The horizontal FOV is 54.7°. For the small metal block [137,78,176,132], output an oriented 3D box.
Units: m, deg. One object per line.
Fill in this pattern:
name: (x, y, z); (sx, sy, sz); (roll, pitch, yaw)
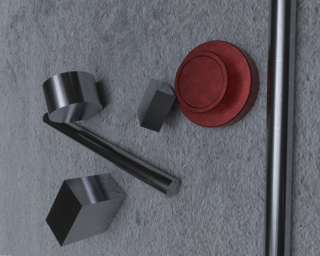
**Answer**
small metal block: (-0.006, -0.030, 0.392); (0.050, 0.025, 0.050); (-110, 42, -63)

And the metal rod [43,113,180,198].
metal rod: (-0.094, 0.029, 0.479); (0.300, 0.025, 0.025); (23, 105, 37)

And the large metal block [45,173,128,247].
large metal block: (-0.108, 0.117, 0.455); (0.050, 0.081, 0.080); (44, 116, 31)

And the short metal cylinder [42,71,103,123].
short metal cylinder: (-0.134, -0.046, 0.477); (0.080, 0.081, 0.050); (-27, 73, 36)

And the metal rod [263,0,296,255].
metal rod: (0.118, -0.009, 0.306); (0.025, 0.025, 0.298); (2, 91, 39)

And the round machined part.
round machined part: (0.055, -0.049, 0.347); (0.098, 0.042, 0.097); (0, 90, 39)
